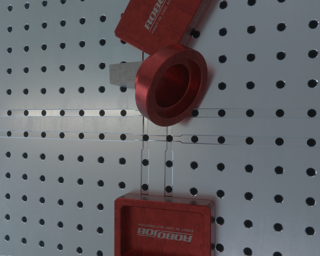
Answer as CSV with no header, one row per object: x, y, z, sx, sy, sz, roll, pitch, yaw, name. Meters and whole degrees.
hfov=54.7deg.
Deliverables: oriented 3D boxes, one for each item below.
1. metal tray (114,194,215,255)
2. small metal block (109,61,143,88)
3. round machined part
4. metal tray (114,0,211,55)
0.005,0.138,0.408,0.130,0.030,0.089,0,90,19,metal tray
-0.032,-0.070,0.411,0.050,0.050,0.025,-1,90,20,small metal block
0.009,-0.054,0.374,0.042,0.099,0.098,35,102,37,round machined part
0.009,-0.159,0.407,0.090,0.030,0.129,32,100,17,metal tray
